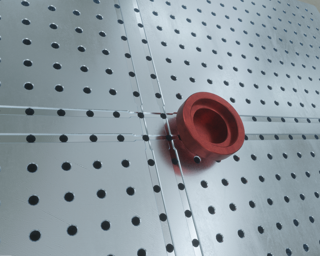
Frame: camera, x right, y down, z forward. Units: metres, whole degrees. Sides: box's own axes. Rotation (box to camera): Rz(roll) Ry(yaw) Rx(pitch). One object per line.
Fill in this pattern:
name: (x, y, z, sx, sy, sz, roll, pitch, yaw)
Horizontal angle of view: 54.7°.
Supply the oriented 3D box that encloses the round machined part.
round machined part: (0.066, 0.001, 0.434, 0.099, 0.042, 0.098, 14, 56, -21)
